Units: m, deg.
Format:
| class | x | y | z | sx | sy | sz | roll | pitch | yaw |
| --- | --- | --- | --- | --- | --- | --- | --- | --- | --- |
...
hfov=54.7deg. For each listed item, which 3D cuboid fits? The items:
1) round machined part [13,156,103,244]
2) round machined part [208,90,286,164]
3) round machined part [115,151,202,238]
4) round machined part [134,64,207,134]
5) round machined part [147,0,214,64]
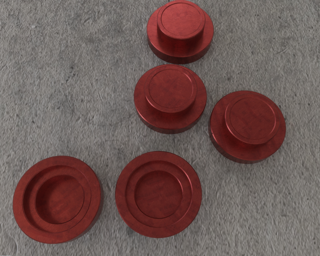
| class | x | y | z | sx | sy | sz | roll | pitch | yaw |
| --- | --- | --- | --- | --- | --- | --- | --- | --- | --- |
| round machined part | -0.116 | 0.085 | 0.367 | 0.099 | 0.042 | 0.098 | 0 | 70 | 0 |
| round machined part | 0.114 | -0.006 | 0.402 | 0.099 | 0.042 | 0.098 | 0 | 70 | 0 |
| round machined part | -0.002 | 0.080 | 0.370 | 0.099 | 0.042 | 0.098 | 0 | 70 | 0 |
| round machined part | 0.014 | -0.044 | 0.415 | 0.099 | 0.042 | 0.098 | 0 | 70 | 0 |
| round machined part | 0.030 | -0.146 | 0.453 | 0.099 | 0.042 | 0.098 | 0 | 70 | 0 |
